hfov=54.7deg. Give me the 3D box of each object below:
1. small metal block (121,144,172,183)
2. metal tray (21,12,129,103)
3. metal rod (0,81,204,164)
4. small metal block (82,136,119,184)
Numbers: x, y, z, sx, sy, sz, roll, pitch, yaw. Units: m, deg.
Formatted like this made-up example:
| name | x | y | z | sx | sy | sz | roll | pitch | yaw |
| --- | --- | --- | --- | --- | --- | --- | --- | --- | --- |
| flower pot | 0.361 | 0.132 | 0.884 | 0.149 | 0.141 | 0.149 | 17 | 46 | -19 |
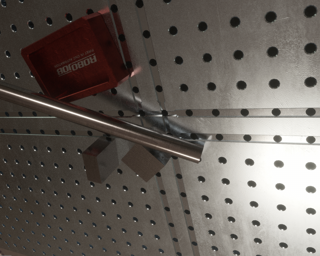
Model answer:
| name | x | y | z | sx | sy | sz | roll | pitch | yaw |
| --- | --- | --- | --- | --- | --- | --- | --- | --- | --- |
| small metal block | -0.020 | 0.043 | 0.447 | 0.050 | 0.025 | 0.050 | 42 | 129 | -1 |
| metal tray | -0.115 | -0.085 | 0.413 | 0.130 | 0.030 | 0.090 | -12 | 112 | 33 |
| metal rod | -0.089 | -0.011 | 0.420 | 0.301 | 0.025 | 0.025 | 18 | 126 | 6 |
| small metal block | -0.089 | 0.047 | 0.469 | 0.025 | 0.050 | 0.050 | 10 | 123 | 22 |
